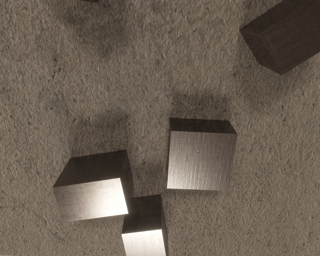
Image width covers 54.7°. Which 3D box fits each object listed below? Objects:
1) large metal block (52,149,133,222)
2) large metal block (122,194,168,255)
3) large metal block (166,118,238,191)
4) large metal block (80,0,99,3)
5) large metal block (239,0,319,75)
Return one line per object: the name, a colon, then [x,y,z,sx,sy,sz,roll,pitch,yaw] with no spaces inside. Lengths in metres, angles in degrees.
large metal block: [-0.082,0.073,0.406,0.080,0.080,0.050,-9,110,3]
large metal block: [-0.018,0.152,0.436,0.050,0.080,0.079,-8,110,2]
large metal block: [0.051,0.034,0.410,0.081,0.050,0.079,3,110,-2]
large metal block: [-0.081,-0.178,0.314,0.050,0.080,0.080,-37,106,12]
large metal block: [0.145,-0.109,0.343,0.080,0.080,0.050,-33,107,11]
